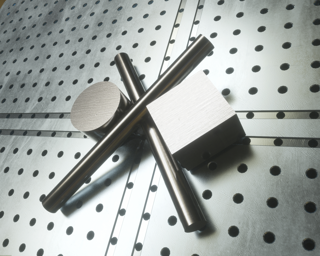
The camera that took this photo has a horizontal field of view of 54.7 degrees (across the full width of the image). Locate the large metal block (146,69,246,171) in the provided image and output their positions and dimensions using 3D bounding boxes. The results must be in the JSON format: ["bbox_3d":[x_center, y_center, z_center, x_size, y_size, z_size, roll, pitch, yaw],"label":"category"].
[{"bbox_3d":[0.042,-0.009,0.370,0.080,0.050,0.080,-33,52,6],"label":"large metal block"}]

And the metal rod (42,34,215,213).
[{"bbox_3d":[-0.045,-0.001,0.401,0.300,0.025,0.025,-46,51,7],"label":"metal rod"}]

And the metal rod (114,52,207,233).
[{"bbox_3d":[-0.013,-0.005,0.412,0.025,0.025,0.300,-31,52,8],"label":"metal rod"}]

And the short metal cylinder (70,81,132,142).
[{"bbox_3d":[-0.078,-0.019,0.440,0.080,0.050,0.080,-13,56,21],"label":"short metal cylinder"}]
